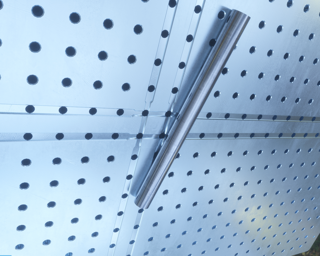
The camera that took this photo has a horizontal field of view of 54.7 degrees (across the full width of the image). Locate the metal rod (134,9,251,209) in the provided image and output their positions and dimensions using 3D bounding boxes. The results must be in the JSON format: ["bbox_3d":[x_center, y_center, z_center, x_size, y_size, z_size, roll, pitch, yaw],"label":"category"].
[{"bbox_3d":[0.036,-0.013,0.424,0.025,0.025,0.298,14,111,-35],"label":"metal rod"}]
